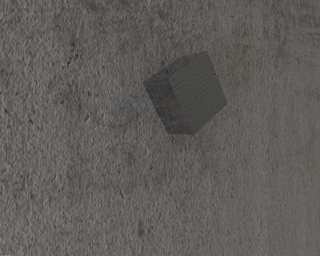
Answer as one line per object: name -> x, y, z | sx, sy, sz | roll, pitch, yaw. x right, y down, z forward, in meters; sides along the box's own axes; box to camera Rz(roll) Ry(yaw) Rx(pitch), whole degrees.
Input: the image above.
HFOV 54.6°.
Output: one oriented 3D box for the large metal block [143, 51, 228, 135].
large metal block -> 0.036, -0.047, 0.418 | 0.080, 0.050, 0.080 | -40, 114, -33
